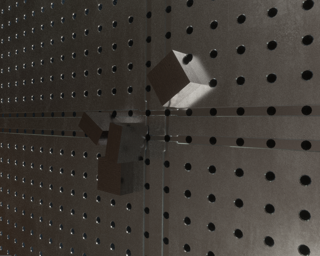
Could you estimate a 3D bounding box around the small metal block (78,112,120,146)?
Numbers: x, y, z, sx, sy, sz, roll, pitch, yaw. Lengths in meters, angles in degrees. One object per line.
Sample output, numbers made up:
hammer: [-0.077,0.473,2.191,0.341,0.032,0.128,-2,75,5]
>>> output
small metal block: [-0.083,0.000,0.459,0.050,0.050,0.025,41,115,32]

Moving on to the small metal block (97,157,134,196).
small metal block: [-0.067,0.070,0.462,0.050,0.025,0.050,3,92,39]

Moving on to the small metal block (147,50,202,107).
small metal block: [0.017,-0.062,0.394,0.050,0.025,0.050,-39,67,33]

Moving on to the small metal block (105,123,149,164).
small metal block: [-0.045,0.019,0.428,0.025,0.050,0.050,15,100,39]
